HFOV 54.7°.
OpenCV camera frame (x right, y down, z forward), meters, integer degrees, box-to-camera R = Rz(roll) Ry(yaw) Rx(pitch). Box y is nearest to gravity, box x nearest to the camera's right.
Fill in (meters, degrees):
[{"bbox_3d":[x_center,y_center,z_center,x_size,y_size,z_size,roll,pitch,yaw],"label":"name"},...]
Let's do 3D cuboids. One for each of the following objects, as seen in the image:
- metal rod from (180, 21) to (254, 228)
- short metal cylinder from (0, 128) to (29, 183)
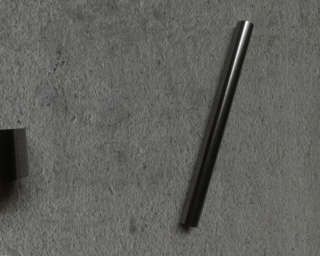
[{"bbox_3d":[0.083,-0.010,0.441,0.025,0.025,0.299,19,84,-20],"label":"metal rod"},{"bbox_3d":[-0.178,0.027,0.314,0.081,0.080,0.050,-4,92,-20],"label":"short metal cylinder"}]
